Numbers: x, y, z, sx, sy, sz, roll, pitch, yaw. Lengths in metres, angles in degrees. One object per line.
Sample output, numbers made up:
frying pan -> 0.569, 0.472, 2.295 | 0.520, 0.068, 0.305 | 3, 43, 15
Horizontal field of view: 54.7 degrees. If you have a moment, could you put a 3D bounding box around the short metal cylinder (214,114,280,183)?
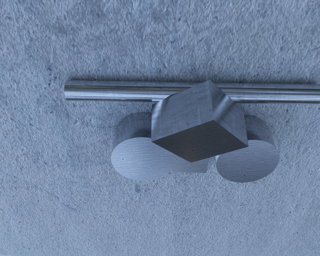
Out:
short metal cylinder -> 0.113, 0.028, 0.417 | 0.081, 0.050, 0.079 | 0, 130, 0

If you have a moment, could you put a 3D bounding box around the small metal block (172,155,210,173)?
small metal block -> 0.043, 0.038, 0.442 | 0.050, 0.025, 0.050 | 1, 130, -2

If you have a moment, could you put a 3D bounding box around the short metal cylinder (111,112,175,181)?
short metal cylinder -> -0.022, 0.025, 0.413 | 0.081, 0.050, 0.079 | 0, 130, 0

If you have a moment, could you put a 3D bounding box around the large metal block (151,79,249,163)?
large metal block -> 0.047, -0.003, 0.367 | 0.080, 0.050, 0.080 | -21, 145, 33

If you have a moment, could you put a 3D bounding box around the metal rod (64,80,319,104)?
metal rod -> 0.041, -0.043, 0.372 | 0.302, 0.025, 0.025 | 1, 130, -1
